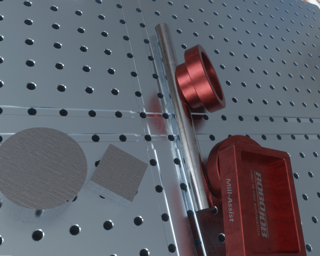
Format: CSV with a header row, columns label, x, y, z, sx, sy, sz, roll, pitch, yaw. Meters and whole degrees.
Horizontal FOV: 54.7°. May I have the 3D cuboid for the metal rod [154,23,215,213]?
label,x,y,z,sx,sy,sz,roll,pitch,yaw
metal rod,0.029,-0.031,0.442,0.025,0.025,0.299,3,60,-27

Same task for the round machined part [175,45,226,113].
label,x,y,z,sx,sy,sz,roll,pitch,yaw
round machined part,0.056,-0.067,0.448,0.098,0.042,0.098,51,26,-38

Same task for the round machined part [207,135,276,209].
label,x,y,z,sx,sy,sz,roll,pitch,yaw
round machined part,0.102,0.062,0.409,0.099,0.042,0.098,12,63,-25

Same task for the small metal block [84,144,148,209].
label,x,y,z,sx,sy,sz,roll,pitch,yaw
small metal block,-0.048,0.054,0.349,0.050,0.025,0.050,30,52,-9

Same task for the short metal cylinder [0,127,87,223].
label,x,y,z,sx,sy,sz,roll,pitch,yaw
short metal cylinder,-0.117,0.046,0.301,0.081,0.050,0.080,14,56,-21

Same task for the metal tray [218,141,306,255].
label,x,y,z,sx,sy,sz,roll,pitch,yaw
metal tray,0.118,0.087,0.362,0.091,0.030,0.130,12,64,-25
